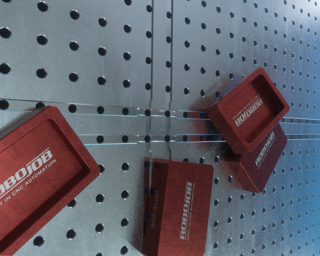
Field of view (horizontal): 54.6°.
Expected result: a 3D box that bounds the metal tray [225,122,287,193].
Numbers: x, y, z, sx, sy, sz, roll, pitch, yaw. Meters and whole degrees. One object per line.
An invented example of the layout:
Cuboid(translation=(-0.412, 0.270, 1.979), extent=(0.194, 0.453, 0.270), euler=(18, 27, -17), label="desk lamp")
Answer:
Cuboid(translation=(0.175, 0.038, 0.551), extent=(0.130, 0.030, 0.090), euler=(-52, 120, -27), label="metal tray")

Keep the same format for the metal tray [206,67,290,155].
Cuboid(translation=(0.145, -0.030, 0.502), extent=(0.131, 0.030, 0.090), euler=(-39, 95, -29), label="metal tray")

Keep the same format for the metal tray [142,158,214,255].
Cuboid(translation=(0.028, 0.111, 0.428), extent=(0.091, 0.030, 0.129), euler=(12, 82, -39), label="metal tray")

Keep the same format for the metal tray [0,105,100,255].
Cuboid(translation=(-0.132, 0.050, 0.294), extent=(0.131, 0.030, 0.090), euler=(-44, 116, -31), label="metal tray")
